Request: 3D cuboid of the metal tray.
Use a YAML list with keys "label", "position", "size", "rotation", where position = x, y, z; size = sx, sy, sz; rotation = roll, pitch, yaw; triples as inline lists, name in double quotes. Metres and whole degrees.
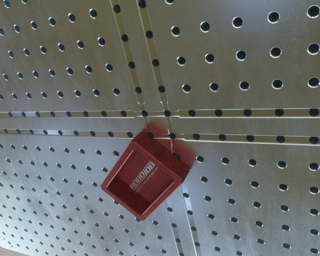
- label: "metal tray"
  position: [-0.027, 0.077, 0.469]
  size: [0.090, 0.030, 0.129]
  rotation: [38, 129, 2]
